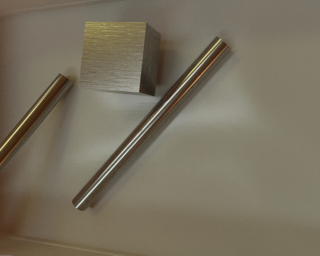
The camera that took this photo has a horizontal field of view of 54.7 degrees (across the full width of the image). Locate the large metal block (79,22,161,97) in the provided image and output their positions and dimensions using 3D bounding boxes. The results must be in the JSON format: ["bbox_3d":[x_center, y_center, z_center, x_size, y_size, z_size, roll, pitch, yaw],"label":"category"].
[{"bbox_3d":[-0.049,-0.085,0.387,0.080,0.050,0.079,7,92,19],"label":"large metal block"}]

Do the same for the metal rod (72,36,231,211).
[{"bbox_3d":[-0.019,0.003,0.416,0.025,0.025,0.299,45,104,14],"label":"metal rod"}]

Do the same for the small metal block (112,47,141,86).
[{"bbox_3d":[-0.037,-0.082,0.423,0.050,0.025,0.050,-2,89,19],"label":"small metal block"}]

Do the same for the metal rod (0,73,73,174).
[{"bbox_3d":[-0.224,0.047,0.429,0.025,0.025,0.300,32,78,17],"label":"metal rod"}]
